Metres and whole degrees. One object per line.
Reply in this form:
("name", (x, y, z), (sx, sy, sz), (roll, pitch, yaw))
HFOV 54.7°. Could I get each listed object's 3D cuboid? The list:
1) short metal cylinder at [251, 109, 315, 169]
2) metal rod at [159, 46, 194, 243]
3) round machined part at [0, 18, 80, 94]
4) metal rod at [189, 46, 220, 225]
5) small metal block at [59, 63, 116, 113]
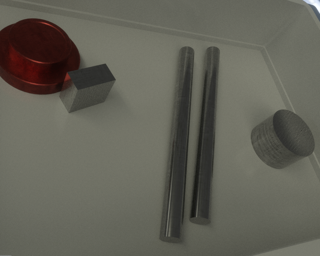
("short metal cylinder", (0.191, 0.018, 0.484), (0.081, 0.050, 0.080), (14, 56, -21))
("metal rod", (0.028, -0.001, 0.422), (0.025, 0.025, 0.300), (20, 54, -17))
("round machined part", (-0.145, -0.092, 0.373), (0.099, 0.042, 0.098), (14, 56, -21))
("metal rod", (0.070, -0.011, 0.451), (0.025, 0.025, 0.300), (22, 53, -16))
("small metal block", (-0.088, -0.048, 0.372), (0.050, 0.050, 0.025), (-23, 75, -37))
